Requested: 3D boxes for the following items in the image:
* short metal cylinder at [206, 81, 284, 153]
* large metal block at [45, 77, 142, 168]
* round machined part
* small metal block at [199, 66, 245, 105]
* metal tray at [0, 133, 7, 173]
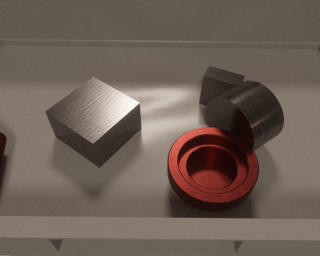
[{"bbox_3d":[0.102,-0.012,0.381,0.050,0.080,0.080,-28,56,-22],"label":"short metal cylinder"},{"bbox_3d":[-0.081,-0.010,0.396,0.080,0.050,0.080,30,56,22],"label":"large metal block"},{"bbox_3d":[0.058,0.050,0.352,0.099,0.042,0.098,0,51,0],"label":"round machined part"},{"bbox_3d":[0.086,-0.053,0.434,0.050,0.050,0.025,19,49,15],"label":"small metal block"},{"bbox_3d":[-0.233,0.021,0.320,0.030,0.130,0.090,-31,47,22],"label":"metal tray"}]
